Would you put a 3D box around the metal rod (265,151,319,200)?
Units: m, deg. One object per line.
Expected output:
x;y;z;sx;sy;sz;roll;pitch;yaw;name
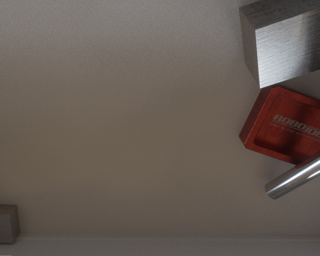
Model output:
0.228;0.007;0.338;0.025;0.025;0.298;29;135;-11;metal rod

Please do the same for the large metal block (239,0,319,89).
0.140;-0.101;0.346;0.080;0.050;0.080;-18;136;6;large metal block

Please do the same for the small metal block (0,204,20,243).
-0.241;0.141;0.460;0.050;0.025;0.050;3;110;-2;small metal block

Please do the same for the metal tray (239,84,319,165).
0.184;0.001;0.411;0.131;0.030;0.089;19;109;-7;metal tray
